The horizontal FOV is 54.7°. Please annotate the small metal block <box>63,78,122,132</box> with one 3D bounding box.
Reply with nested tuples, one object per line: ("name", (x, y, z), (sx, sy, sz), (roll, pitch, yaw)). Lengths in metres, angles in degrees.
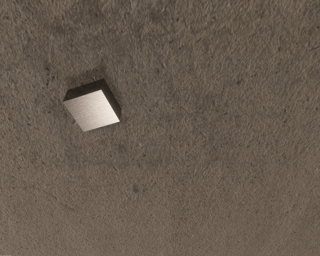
("small metal block", (-0.082, -0.027, 0.383), (0.050, 0.025, 0.050), (-16, 129, 12))
